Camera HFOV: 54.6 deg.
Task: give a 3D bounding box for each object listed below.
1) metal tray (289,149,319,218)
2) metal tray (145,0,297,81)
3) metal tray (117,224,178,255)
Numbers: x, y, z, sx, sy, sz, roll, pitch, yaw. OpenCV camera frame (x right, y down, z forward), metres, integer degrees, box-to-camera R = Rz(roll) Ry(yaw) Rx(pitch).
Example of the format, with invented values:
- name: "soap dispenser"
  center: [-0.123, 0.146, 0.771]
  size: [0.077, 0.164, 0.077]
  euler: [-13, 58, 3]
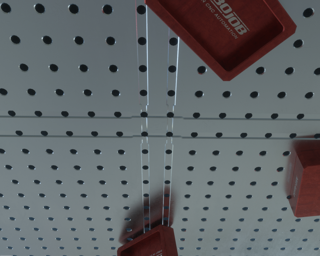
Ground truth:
- name: "metal tray"
  center: [0.259, 0.087, 0.484]
  size: [0.090, 0.030, 0.129]
  euler: [-7, 130, 6]
- name: "metal tray"
  center: [0.060, -0.117, 0.308]
  size: [0.090, 0.030, 0.130]
  euler: [-37, 121, 27]
- name: "metal tray"
  center: [-0.025, 0.248, 0.576]
  size: [0.130, 0.090, 0.030]
  euler: [-37, 132, 27]
